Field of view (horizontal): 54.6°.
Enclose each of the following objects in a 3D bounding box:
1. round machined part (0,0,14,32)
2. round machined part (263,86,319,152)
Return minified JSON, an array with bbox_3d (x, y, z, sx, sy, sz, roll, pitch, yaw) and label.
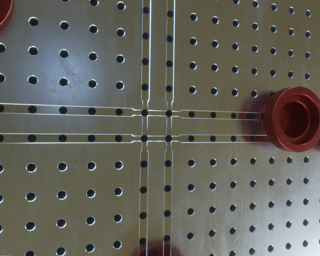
[{"bbox_3d":[-0.210,-0.145,0.326,0.099,0.042,0.097,0,90,-20],"label":"round machined part"},{"bbox_3d":[0.199,-0.013,0.476,0.099,0.042,0.097,0,90,-20],"label":"round machined part"}]
